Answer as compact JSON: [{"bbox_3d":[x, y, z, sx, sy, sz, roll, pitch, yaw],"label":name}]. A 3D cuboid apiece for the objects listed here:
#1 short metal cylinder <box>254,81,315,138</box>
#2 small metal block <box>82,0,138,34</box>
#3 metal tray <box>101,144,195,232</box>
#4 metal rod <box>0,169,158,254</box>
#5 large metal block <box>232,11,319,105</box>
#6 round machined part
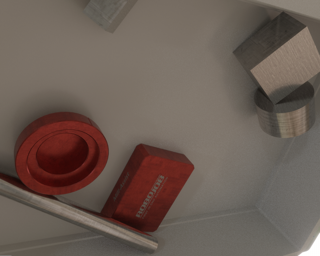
[{"bbox_3d":[0.184,-0.031,0.457,0.080,0.080,0.050,-33,129,-8],"label":"short metal cylinder"},{"bbox_3d":[-0.043,-0.118,0.292,0.025,0.050,0.050,38,100,-10],"label":"small metal block"},{"bbox_3d":[-0.019,0.092,0.454,0.091,0.030,0.129,17,109,-36],"label":"metal tray"},{"bbox_3d":[-0.118,0.099,0.380,0.301,0.025,0.025,35,98,-31],"label":"metal rod"},{"bbox_3d":[0.159,-0.091,0.415,0.080,0.050,0.080,-39,131,14],"label":"large metal block"},{"bbox_3d":[-0.112,0.025,0.353,0.099,0.042,0.097,-14,125,-21],"label":"round machined part"}]
